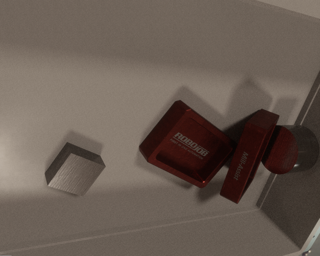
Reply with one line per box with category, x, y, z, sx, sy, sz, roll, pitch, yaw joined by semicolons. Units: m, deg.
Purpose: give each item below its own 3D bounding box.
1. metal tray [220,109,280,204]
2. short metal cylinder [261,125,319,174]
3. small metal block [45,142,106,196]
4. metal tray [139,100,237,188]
metal tray;0.140;0.043;0.482;0.091;0.030;0.129;-28;138;-54
short metal cylinder;0.211;0.035;0.513;0.050;0.080;0.079;-1;119;-29
small metal block;-0.105;0.052;0.385;0.050;0.025;0.050;30;102;-38
metal tray;0.046;0.028;0.449;0.130;0.030;0.090;32;100;-39
